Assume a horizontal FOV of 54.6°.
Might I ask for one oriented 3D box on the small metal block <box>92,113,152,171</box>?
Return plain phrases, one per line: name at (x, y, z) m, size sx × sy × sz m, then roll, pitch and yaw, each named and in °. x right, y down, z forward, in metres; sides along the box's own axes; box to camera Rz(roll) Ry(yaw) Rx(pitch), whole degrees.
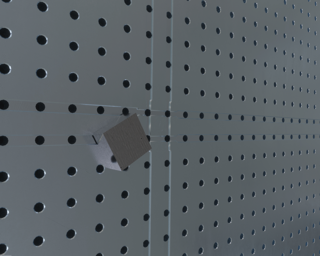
small metal block at (-0.044, 0.016, 0.371) m, size 0.050 × 0.025 × 0.050 m, roll -36°, pitch 112°, yaw -34°
